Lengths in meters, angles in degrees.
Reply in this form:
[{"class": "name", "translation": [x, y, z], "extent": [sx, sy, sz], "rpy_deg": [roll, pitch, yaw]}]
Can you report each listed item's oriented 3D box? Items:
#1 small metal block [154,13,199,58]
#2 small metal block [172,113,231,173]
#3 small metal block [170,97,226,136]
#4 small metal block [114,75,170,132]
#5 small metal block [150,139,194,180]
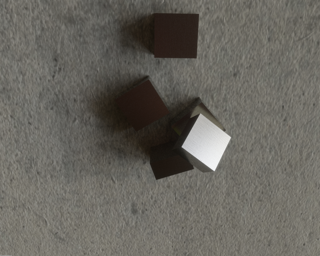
[{"class": "small metal block", "translation": [0.019, -0.110, 0.369], "extent": [0.050, 0.025, 0.050], "rpy_deg": [1, 110, -1]}, {"class": "small metal block", "translation": [0.051, 0.019, 0.377], "extent": [0.050, 0.025, 0.050], "rpy_deg": [37, 66, -13]}, {"class": "small metal block", "translation": [0.050, -0.004, 0.409], "extent": [0.050, 0.025, 0.050], "rpy_deg": [-39, 106, 12]}, {"class": "small metal block", "translation": [-0.022, -0.031, 0.398], "extent": [0.050, 0.025, 0.050], "rpy_deg": [-30, 108, 10]}, {"class": "small metal block", "translation": [0.015, 0.039, 0.411], "extent": [0.050, 0.050, 0.025], "rpy_deg": [-17, 110, 6]}]
